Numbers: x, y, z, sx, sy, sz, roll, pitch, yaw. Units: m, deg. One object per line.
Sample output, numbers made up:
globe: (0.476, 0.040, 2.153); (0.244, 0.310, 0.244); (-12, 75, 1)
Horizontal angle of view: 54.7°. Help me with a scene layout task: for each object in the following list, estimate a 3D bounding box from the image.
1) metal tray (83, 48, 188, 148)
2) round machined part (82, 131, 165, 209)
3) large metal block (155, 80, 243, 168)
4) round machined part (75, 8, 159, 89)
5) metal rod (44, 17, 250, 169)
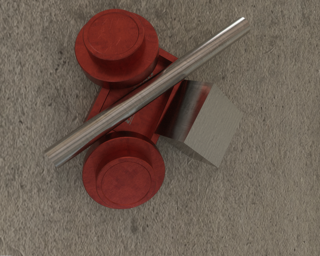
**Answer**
metal tray: (-0.029, -0.043, 0.397); (0.090, 0.030, 0.130); (26, 81, -18)
round machined part: (-0.041, 0.056, 0.368); (0.099, 0.042, 0.097); (-4, 111, -11)
large metal block: (0.053, -0.005, 0.402); (0.080, 0.050, 0.080); (36, 77, -41)
round machined part: (-0.051, -0.098, 0.361); (0.099, 0.042, 0.098); (0, 71, 1)
metal rod: (-0.002, -0.052, 0.378); (0.301, 0.025, 0.025); (-37, 102, -16)
